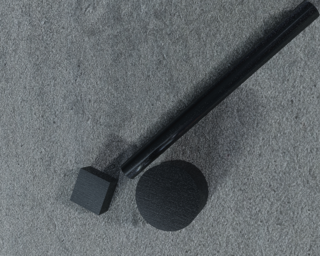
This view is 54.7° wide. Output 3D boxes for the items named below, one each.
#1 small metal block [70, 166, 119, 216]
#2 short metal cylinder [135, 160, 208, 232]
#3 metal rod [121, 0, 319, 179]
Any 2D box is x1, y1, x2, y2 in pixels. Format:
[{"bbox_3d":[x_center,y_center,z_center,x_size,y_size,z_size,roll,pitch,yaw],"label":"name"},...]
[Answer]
[{"bbox_3d":[-0.094,0.088,0.442,0.050,0.025,0.050,22,97,18],"label":"small metal block"},{"bbox_3d":[0.016,0.082,0.390,0.080,0.050,0.079,0,90,20],"label":"short metal cylinder"},{"bbox_3d":[0.063,-0.037,0.386,0.299,0.025,0.025,-42,77,15],"label":"metal rod"}]
